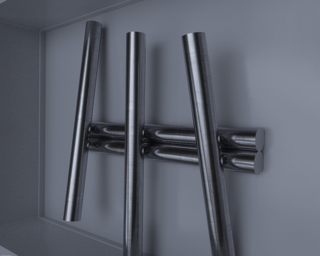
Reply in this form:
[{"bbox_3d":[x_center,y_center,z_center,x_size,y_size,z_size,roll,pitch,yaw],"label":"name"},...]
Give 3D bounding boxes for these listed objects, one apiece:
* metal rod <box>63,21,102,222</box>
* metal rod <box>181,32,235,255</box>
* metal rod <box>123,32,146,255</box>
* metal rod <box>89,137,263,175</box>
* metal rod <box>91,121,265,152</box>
[{"bbox_3d":[-0.115,-0.015,0.466,0.025,0.025,0.298,-1,81,39],"label":"metal rod"},{"bbox_3d":[0.056,0.052,0.328,0.025,0.025,0.298,-5,95,39],"label":"metal rod"},{"bbox_3d":[-0.033,0.029,0.398,0.025,0.025,0.298,2,91,39],"label":"metal rod"},{"bbox_3d":[-0.014,0.031,0.415,0.300,0.025,0.025,3,92,39],"label":"metal rod"},{"bbox_3d":[-0.013,0.006,0.414,0.300,0.025,0.025,3,92,39],"label":"metal rod"}]
